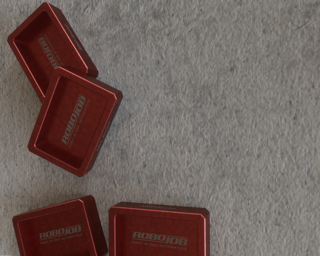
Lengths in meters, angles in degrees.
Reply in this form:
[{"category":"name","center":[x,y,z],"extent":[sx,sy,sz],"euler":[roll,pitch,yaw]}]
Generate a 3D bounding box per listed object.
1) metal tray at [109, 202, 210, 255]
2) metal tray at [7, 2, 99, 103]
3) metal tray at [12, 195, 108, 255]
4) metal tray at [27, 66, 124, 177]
[{"category":"metal tray","center":[-0.002,0.149,0.406],"extent":[0.130,0.030,0.089],"euler":[0,90,19]},{"category":"metal tray","center":[-0.161,-0.107,0.461],"extent":[0.090,0.030,0.130],"euler":[-35,79,16]},{"category":"metal tray","center":[-0.149,0.158,0.457],"extent":[0.130,0.030,0.090],"euler":[-18,84,18]},{"category":"metal tray","center":[-0.118,-0.009,0.426],"extent":[0.090,0.030,0.129],"euler":[27,106,3]}]
